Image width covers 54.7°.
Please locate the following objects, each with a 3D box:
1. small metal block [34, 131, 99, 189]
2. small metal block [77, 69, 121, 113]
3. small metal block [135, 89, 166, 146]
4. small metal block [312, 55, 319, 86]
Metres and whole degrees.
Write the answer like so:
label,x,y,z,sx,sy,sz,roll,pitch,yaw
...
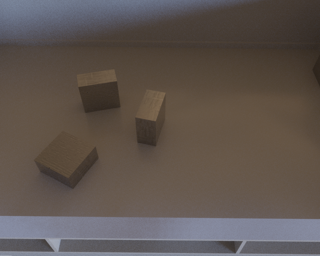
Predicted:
label,x,y,z,sx,sy,sz,roll,pitch,yaw
small metal block,-0.111,0.037,0.372,0.050,0.025,0.050,23,54,18
small metal block,-0.084,-0.051,0.430,0.050,0.050,0.025,-10,51,-9
small metal block,-0.011,-0.013,0.400,0.025,0.050,0.050,11,51,9
small metal block,0.260,-0.091,0.469,0.025,0.050,0.050,2,50,1
